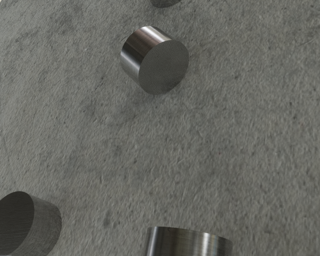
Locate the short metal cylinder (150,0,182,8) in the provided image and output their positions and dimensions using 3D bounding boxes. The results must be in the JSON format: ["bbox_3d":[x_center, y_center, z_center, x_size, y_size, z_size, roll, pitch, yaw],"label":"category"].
[{"bbox_3d":[0.009,-0.258,0.540,0.080,0.050,0.080,-13,56,20],"label":"short metal cylinder"}]

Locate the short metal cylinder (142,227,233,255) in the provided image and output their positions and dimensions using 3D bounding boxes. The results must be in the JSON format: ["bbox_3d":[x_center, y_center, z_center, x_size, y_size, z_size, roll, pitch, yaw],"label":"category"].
[{"bbox_3d":[0.023,0.124,0.280,0.080,0.080,0.050,-3,61,26],"label":"short metal cylinder"}]

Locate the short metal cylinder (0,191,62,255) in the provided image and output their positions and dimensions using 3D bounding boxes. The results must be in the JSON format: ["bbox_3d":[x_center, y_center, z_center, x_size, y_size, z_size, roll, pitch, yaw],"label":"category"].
[{"bbox_3d":[-0.176,0.128,0.399,0.080,0.050,0.080,-13,56,20],"label":"short metal cylinder"}]

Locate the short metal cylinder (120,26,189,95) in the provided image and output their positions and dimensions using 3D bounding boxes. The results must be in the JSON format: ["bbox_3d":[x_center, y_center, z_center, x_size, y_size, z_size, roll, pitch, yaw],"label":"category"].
[{"bbox_3d":[-0.007,-0.093,0.428,0.080,0.080,0.050,-43,51,-2],"label":"short metal cylinder"}]
